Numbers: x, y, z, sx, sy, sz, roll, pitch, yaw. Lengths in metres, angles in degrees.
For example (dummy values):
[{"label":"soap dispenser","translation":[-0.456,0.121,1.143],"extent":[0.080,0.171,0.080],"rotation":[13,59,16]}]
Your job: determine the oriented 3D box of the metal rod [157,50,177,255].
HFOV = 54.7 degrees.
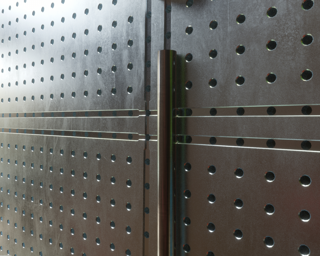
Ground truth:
[{"label":"metal rod","translation":[0.009,0.051,0.399],"extent":[0.025,0.025,0.298],"rotation":[0,90,39]}]
